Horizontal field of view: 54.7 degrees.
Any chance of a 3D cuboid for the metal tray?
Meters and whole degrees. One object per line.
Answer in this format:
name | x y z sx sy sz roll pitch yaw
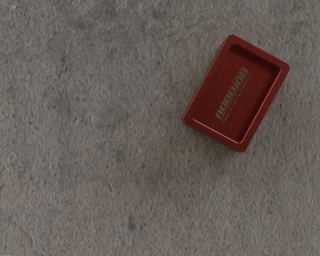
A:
metal tray | 0.098 -0.044 0.408 0.090 0.030 0.130 29 90 -1
